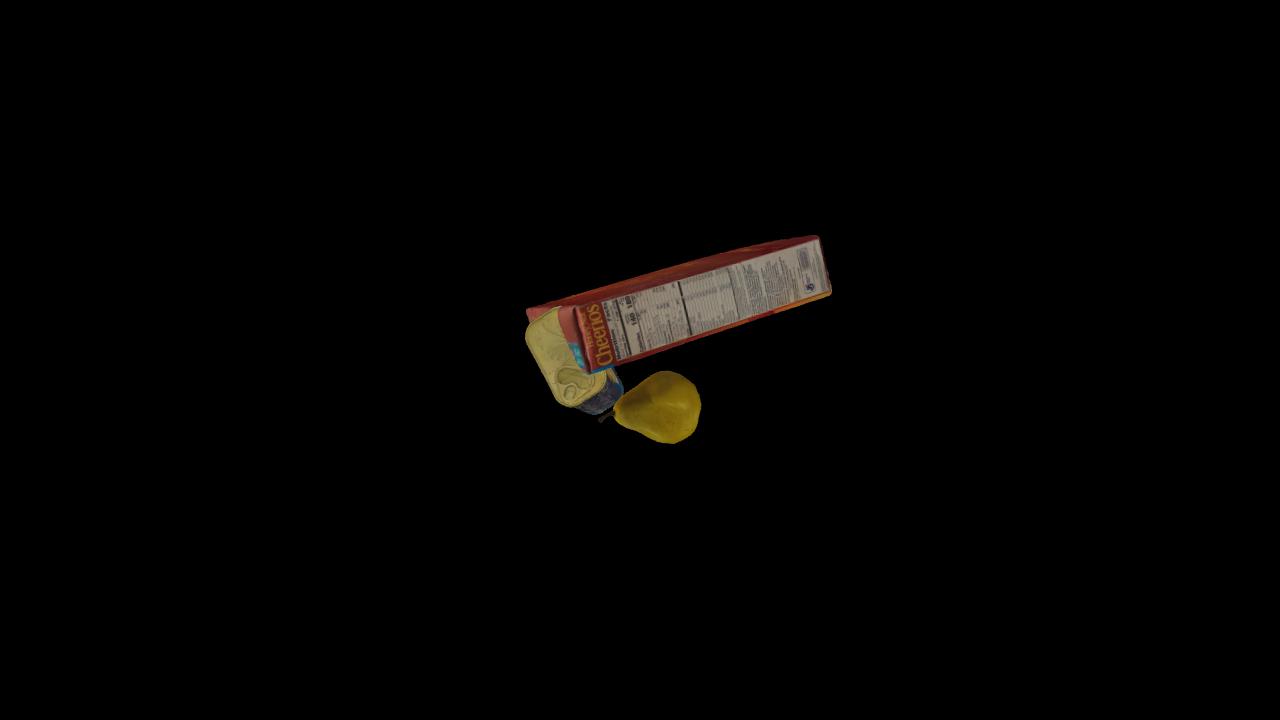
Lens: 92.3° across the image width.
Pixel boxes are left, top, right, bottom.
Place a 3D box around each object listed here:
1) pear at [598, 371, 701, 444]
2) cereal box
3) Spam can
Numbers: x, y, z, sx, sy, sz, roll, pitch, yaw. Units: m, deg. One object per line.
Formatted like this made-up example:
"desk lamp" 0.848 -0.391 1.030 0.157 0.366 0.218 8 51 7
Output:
"pear" 0.008 0.050 0.668 0.111 0.080 0.080 7 -3 -22
"cereal box" 0.037 -0.067 0.723 0.306 0.081 0.203 -19 10 -21
"Spam can" -0.065 0.004 0.644 0.058 0.101 0.085 -31 -16 5
